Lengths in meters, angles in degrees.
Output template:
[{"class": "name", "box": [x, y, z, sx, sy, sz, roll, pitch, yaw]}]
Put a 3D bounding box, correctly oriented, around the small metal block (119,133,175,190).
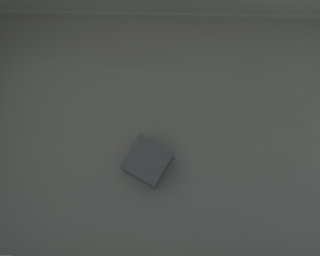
[{"class": "small metal block", "box": [-0.016, 0.042, 0.394, 0.050, 0.025, 0.050, 28, 72, 9]}]
